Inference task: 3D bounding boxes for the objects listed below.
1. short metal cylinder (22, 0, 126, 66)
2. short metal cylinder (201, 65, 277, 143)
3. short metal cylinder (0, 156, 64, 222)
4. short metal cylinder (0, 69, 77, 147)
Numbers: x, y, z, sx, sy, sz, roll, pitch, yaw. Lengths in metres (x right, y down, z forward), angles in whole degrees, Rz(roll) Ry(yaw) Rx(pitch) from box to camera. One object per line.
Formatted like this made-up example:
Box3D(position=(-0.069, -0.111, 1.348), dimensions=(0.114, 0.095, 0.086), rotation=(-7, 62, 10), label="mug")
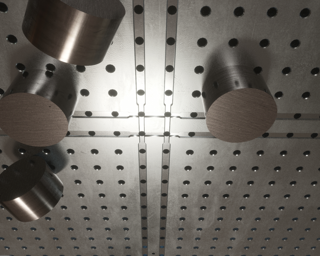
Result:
Box3D(position=(-0.079, -0.103, 0.287), dimensions=(0.080, 0.080, 0.050), rotation=(22, 127, -18), label="short metal cylinder")
Box3D(position=(0.093, -0.028, 0.373), dimensions=(0.081, 0.050, 0.079), rotation=(0, 130, 0), label="short metal cylinder")
Box3D(position=(-0.189, 0.087, 0.447), dimensions=(0.080, 0.080, 0.050), rotation=(-13, 129, 10), label="short metal cylinder")
Box3D(position=(-0.146, -0.023, 0.373), dimensions=(0.081, 0.050, 0.079), rotation=(0, 130, 0), label="short metal cylinder")
